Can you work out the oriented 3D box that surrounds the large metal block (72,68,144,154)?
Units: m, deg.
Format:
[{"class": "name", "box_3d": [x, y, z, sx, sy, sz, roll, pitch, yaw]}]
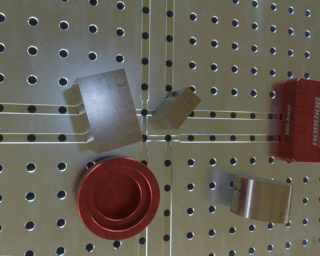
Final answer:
[{"class": "large metal block", "box_3d": [-0.064, -0.018, 0.360, 0.050, 0.080, 0.080, -16, 96, -19]}]

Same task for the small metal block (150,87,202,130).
[{"class": "small metal block", "box_3d": [0.020, -0.025, 0.406, 0.025, 0.050, 0.050, 44, 76, -15]}]

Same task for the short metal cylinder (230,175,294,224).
[{"class": "short metal cylinder", "box_3d": [0.142, 0.098, 0.436, 0.081, 0.080, 0.050, 9, 87, -20]}]

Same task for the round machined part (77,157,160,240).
[{"class": "round machined part", "box_3d": [-0.053, 0.084, 0.384, 0.099, 0.042, 0.097, 0, 90, -20]}]

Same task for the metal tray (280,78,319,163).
[{"class": "metal tray", "box_3d": [0.242, -0.010, 0.499, 0.091, 0.030, 0.129, 4, 89, -20]}]
